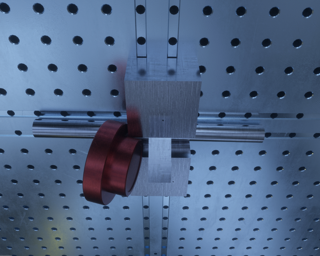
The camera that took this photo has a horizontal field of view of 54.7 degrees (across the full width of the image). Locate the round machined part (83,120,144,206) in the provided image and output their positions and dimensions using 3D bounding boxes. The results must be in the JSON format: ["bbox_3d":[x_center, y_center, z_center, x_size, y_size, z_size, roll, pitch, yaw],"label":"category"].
[{"bbox_3d":[-0.049,0.042,0.361,0.042,0.098,0.097,13,131,8],"label":"round machined part"}]

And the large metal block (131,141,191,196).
[{"bbox_3d":[-0.001,0.052,0.440,0.081,0.050,0.079,1,130,-1],"label":"large metal block"}]

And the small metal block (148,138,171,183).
[{"bbox_3d":[0.000,0.037,0.369,0.025,0.050,0.050,1,86,-1],"label":"small metal block"}]

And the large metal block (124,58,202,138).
[{"bbox_3d":[0.003,-0.035,0.366,0.081,0.050,0.079,0,130,-1],"label":"large metal block"}]

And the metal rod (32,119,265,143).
[{"bbox_3d":[-0.013,0.004,0.415,0.302,0.025,0.025,1,130,-2],"label":"metal rod"}]
